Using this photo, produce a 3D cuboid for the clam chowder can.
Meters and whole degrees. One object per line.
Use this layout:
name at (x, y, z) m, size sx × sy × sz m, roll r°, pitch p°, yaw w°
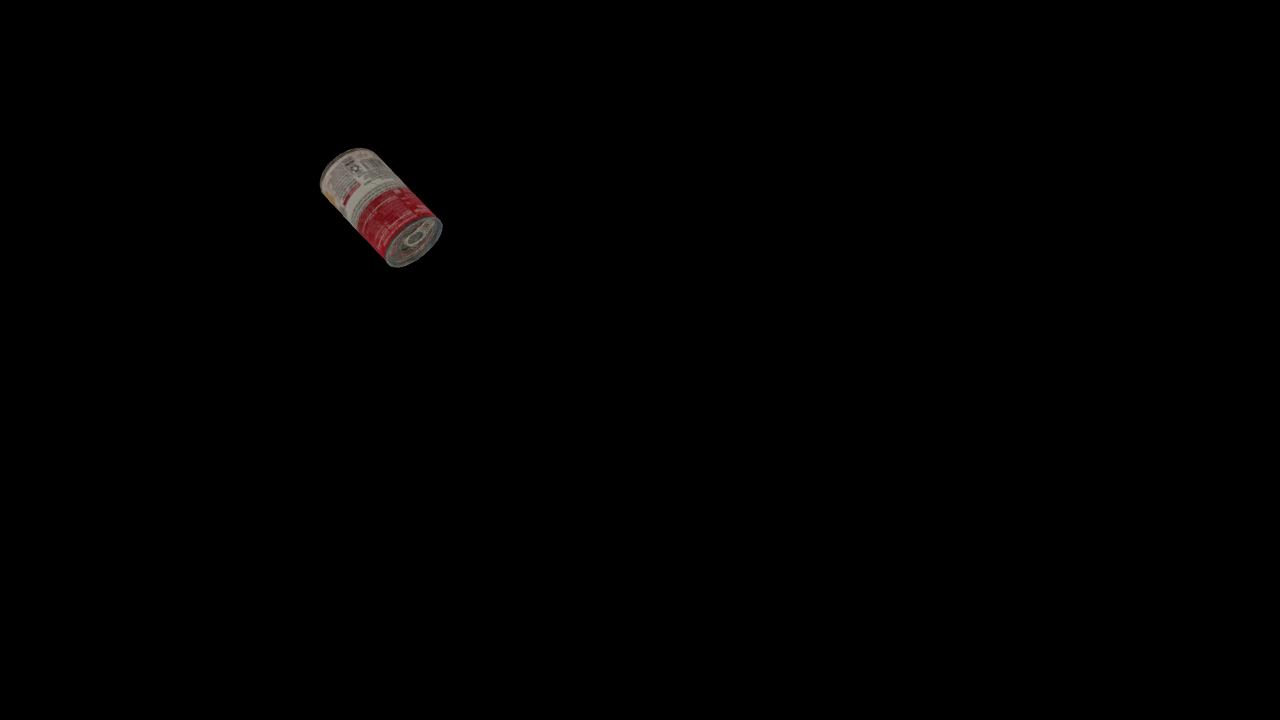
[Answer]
clam chowder can at (-0.258, -0.152, 0.613) m, size 0.068 × 0.102 × 0.068 m, roll -44°, pitch -4°, yaw -4°
